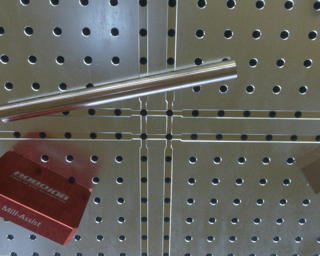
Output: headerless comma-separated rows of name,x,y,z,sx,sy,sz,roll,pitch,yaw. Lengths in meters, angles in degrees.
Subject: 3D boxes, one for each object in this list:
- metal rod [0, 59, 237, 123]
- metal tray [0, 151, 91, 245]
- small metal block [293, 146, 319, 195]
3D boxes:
metal rod,-0.055,-0.046,0.395,0.302,0.025,0.025,-11,110,3
metal tray,-0.164,0.089,0.409,0.131,0.090,0.030,30,107,-11
small metal block,0.227,0.057,0.437,0.050,0.025,0.050,-33,107,11
